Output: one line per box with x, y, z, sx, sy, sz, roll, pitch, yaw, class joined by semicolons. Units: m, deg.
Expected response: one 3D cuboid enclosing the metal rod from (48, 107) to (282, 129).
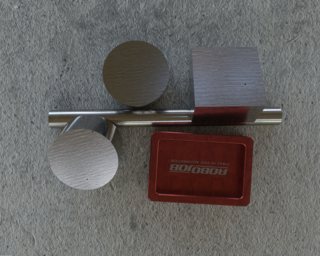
0.007;-0.014;0.412;0.302;0.025;0.025;-1;90;0;metal rod

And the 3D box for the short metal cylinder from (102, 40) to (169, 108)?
-0.029;-0.066;0.398;0.081;0.050;0.080;0;90;0;short metal cylinder

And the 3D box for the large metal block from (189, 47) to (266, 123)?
0.080;-0.053;0.387;0.081;0.050;0.080;-1;69;0;large metal block

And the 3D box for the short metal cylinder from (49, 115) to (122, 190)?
-0.089;0.029;0.386;0.081;0.050;0.079;0;111;-1;short metal cylinder

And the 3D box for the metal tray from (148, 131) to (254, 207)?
0.052;0.052;0.408;0.131;0.030;0.089;3;90;0;metal tray
